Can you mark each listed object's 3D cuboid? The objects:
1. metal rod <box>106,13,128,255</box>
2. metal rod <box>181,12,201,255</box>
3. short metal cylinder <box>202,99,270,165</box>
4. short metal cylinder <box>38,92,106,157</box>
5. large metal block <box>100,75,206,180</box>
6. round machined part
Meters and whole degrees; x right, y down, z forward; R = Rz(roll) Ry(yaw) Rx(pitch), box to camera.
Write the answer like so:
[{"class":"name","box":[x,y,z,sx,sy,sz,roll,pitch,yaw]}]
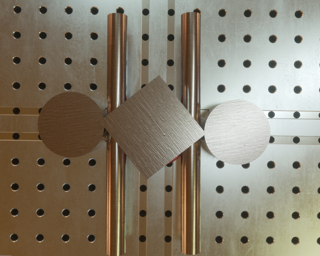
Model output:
[{"class":"metal rod","box":[-0.055,0.008,0.392,0.025,0.025,0.298,0,90,0]},{"class":"metal rod","box":[0.039,0.007,0.392,0.025,0.025,0.298,0,90,0]},{"class":"short metal cylinder","box":[0.094,0.005,0.401,0.081,0.050,0.080,0,90,0]},{"class":"short metal cylinder","box":[-0.108,-0.004,0.400,0.081,0.050,0.080,0,90,0]},{"class":"large metal block","box":[-0.008,-0.001,0.353,0.080,0.050,0.080,-38,90,0]},{"class":"round machined part","box":[-0.008,0.003,0.405,0.099,0.042,0.097,0,90,0]}]
